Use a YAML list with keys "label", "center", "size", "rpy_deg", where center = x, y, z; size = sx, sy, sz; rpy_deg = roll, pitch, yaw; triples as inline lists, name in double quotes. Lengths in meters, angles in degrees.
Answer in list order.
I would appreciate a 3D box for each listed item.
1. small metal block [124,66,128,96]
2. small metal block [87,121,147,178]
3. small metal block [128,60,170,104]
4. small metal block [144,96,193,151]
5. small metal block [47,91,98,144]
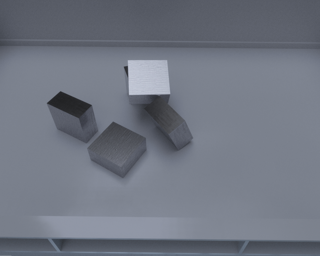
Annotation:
- label: "small metal block"
  center: [-0.022, -0.065, 0.443]
  size: [0.050, 0.050, 0.025]
  rpy_deg: [-13, 51, -11]
- label: "small metal block"
  center: [-0.052, 0.026, 0.383]
  size: [0.050, 0.025, 0.050]
  rpy_deg: [26, 55, 20]
- label: "small metal block"
  center: [-0.015, -0.059, 0.398]
  size: [0.050, 0.025, 0.050]
  rpy_deg: [-2, 68, -7]
- label: "small metal block"
  center: [0.012, -0.005, 0.390]
  size: [0.025, 0.050, 0.050]
  rpy_deg: [-41, 59, -5]
- label: "small metal block"
  center: [-0.111, -0.013, 0.399]
  size: [0.050, 0.050, 0.025]
  rpy_deg: [24, 54, 18]
